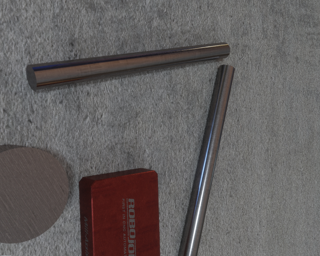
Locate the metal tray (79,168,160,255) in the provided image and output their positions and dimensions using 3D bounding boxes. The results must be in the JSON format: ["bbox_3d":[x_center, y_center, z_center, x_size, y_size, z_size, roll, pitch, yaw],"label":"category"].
[{"bbox_3d":[-0.045,0.118,0.364,0.091,0.030,0.129,-3,92,-40],"label":"metal tray"}]

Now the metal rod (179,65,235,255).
[{"bbox_3d":[0.072,0.047,0.465,0.025,0.025,0.299,22,76,-38],"label":"metal rod"}]

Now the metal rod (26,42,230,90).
[{"bbox_3d":[-0.012,-0.086,0.394,0.302,0.025,0.025,-18,102,-39],"label":"metal rod"}]

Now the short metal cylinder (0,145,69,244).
[{"bbox_3d":[-0.131,0.056,0.279,0.081,0.050,0.079,0,90,-40],"label":"short metal cylinder"}]
